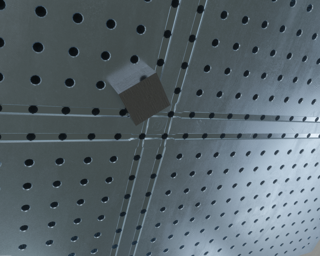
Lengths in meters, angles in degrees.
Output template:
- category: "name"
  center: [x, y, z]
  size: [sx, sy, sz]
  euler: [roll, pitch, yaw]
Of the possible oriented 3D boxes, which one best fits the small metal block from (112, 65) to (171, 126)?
- category: "small metal block"
  center: [-0.022, -0.039, 0.375]
  size: [0.050, 0.025, 0.050]
  euler: [-32, 129, -8]
